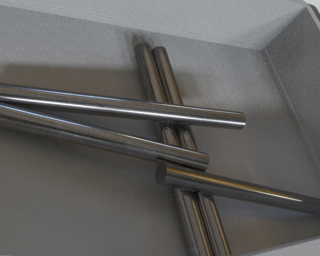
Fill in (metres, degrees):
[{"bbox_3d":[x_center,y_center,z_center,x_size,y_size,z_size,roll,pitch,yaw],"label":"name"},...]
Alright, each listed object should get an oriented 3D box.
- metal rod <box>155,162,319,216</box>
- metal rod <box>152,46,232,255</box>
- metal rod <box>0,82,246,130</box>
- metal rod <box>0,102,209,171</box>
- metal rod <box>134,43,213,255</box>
[{"bbox_3d":[0.131,0.086,0.402,0.302,0.025,0.025,16,55,-26],"label":"metal rod"},{"bbox_3d":[0.034,0.015,0.412,0.025,0.025,0.299,-1,62,-29],"label":"metal rod"},{"bbox_3d":[-0.034,-0.023,0.376,0.302,0.025,0.025,6,59,-18],"label":"metal rod"},{"bbox_3d":[-0.088,0.006,0.338,0.302,0.025,0.025,15,56,-14],"label":"metal rod"},{"bbox_3d":[0.010,0.013,0.401,0.025,0.025,0.299,-1,62,-29],"label":"metal rod"}]
